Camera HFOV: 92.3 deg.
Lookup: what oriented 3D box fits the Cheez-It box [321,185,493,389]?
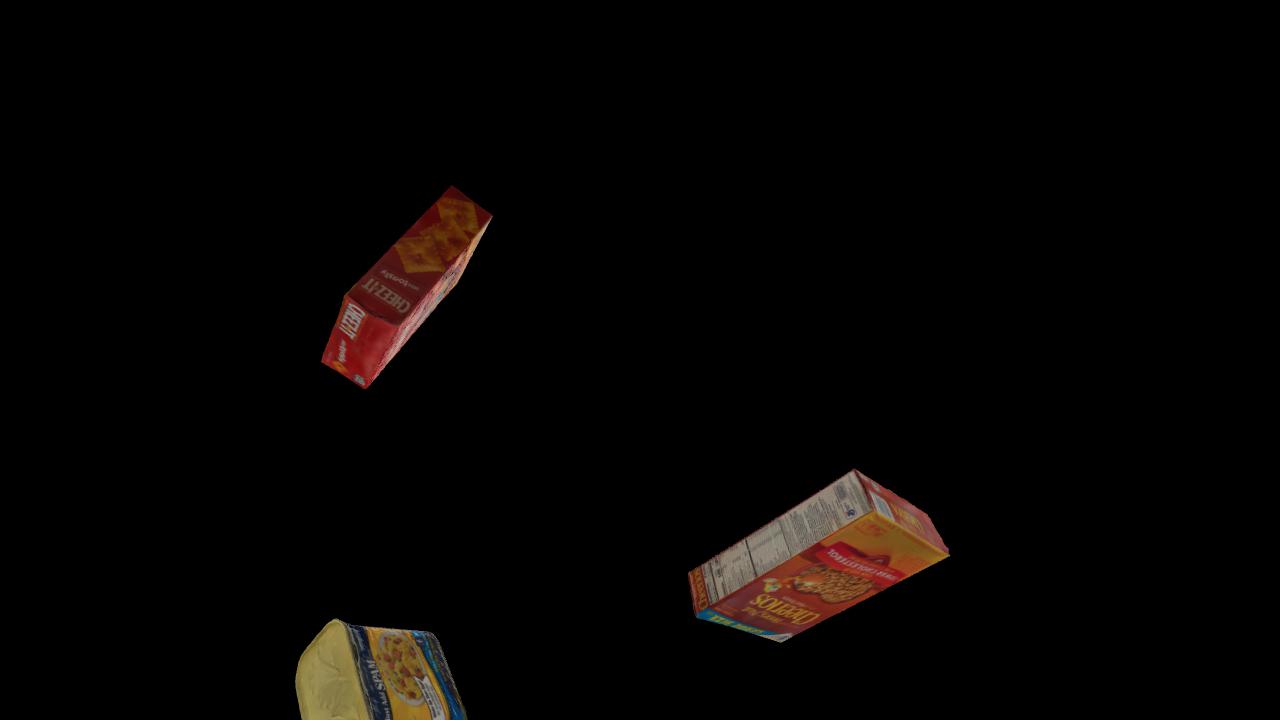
[{"bbox_3d":[-0.285,-0.090,0.762,0.071,0.223,0.166,35,-42,-13],"label":"Cheez-It box"}]

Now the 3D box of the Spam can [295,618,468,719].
[{"bbox_3d":[-0.179,0.238,0.431,0.085,0.058,0.101,35,8,-49],"label":"Spam can"}]

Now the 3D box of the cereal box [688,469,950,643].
[{"bbox_3d":[0.246,0.292,0.871,0.203,0.081,0.306,32,-60,-32],"label":"cereal box"}]
